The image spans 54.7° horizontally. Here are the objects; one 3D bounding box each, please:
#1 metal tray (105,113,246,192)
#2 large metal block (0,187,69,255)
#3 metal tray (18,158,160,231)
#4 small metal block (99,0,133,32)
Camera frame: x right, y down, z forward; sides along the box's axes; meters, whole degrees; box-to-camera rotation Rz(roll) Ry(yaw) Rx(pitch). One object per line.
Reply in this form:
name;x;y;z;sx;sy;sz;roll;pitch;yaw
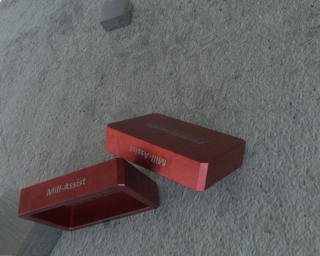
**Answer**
metal tray;0.015;0.019;0.342;0.130;0.091;0.030;19;112;35
large metal block;-0.178;0.133;0.397;0.080;0.050;0.080;15;70;34
metal tray;-0.078;0.080;0.351;0.130;0.090;0.030;-19;56;16
small metal block;-0.080;-0.211;0.573;0.050;0.025;0.050;-9;58;23
